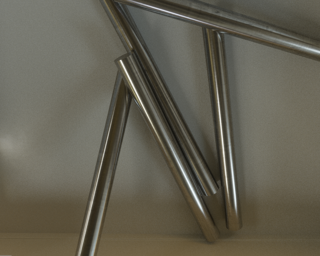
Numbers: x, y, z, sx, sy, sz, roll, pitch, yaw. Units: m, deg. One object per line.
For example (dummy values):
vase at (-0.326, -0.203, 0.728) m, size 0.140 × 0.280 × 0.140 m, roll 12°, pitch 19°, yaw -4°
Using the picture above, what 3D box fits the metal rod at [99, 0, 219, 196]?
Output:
metal rod at (0.005, -0.035, 0.398) m, size 0.025 × 0.025 × 0.299 m, roll -26°, pitch 109°, yaw 9°

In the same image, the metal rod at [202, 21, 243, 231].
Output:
metal rod at (0.086, 0.009, 0.415) m, size 0.025 × 0.025 × 0.298 m, roll -9°, pitch 110°, yaw 3°

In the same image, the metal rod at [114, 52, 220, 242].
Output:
metal rod at (0.020, 0.041, 0.412) m, size 0.025 × 0.025 × 0.299 m, roll -23°, pitch 114°, yaw 8°

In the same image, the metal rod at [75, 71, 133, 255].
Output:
metal rod at (-0.071, 0.074, 0.373) m, size 0.025 × 0.025 × 0.298 m, roll 13°, pitch 85°, yaw -5°

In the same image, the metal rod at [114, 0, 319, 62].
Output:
metal rod at (0.100, -0.112, 0.349) m, size 0.302 × 0.025 × 0.025 m, roll 12°, pitch 110°, yaw -14°
